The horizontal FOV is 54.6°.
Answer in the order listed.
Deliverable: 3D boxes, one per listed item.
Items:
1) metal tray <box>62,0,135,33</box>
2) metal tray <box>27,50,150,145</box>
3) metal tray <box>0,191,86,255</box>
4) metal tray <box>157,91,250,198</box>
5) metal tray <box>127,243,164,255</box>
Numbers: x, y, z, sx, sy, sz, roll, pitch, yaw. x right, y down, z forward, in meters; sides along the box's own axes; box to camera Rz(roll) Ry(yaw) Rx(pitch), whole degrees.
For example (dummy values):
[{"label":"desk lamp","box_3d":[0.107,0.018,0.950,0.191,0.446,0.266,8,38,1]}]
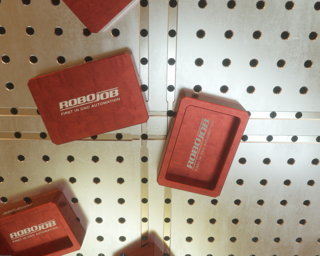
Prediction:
[{"label":"metal tray","box_3d":[-0.084,-0.184,0.342,0.090,0.030,0.130,-39,106,13]},{"label":"metal tray","box_3d":[-0.087,-0.038,0.396,0.130,0.030,0.090,-14,110,5]},{"label":"metal tray","box_3d":[-0.192,0.157,0.467,0.130,0.030,0.090,-20,109,7]},{"label":"metal tray","box_3d":[0.054,0.024,0.419,0.090,0.030,0.129,14,110,-5]},{"label":"metal tray","box_3d":[-0.013,0.259,0.505,0.090,0.030,0.130,-32,107,11]}]
